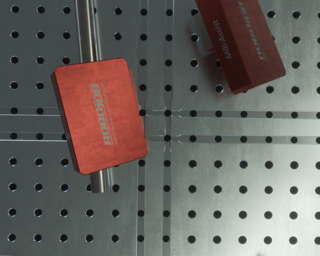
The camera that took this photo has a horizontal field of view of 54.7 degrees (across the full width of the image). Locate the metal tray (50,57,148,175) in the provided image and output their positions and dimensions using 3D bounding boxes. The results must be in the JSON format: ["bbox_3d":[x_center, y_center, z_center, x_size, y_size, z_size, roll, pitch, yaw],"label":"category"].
[{"bbox_3d":[-0.074,-0.016,0.387,0.091,0.030,0.129,-15,95,-26],"label":"metal tray"}]

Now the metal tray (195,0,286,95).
[{"bbox_3d":[0.103,-0.114,0.386,0.091,0.030,0.129,-22,90,-42],"label":"metal tray"}]

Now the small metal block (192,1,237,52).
[{"bbox_3d":[0.076,-0.133,0.400,0.025,0.050,0.050,-21,91,-42],"label":"small metal block"}]

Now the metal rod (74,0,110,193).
[{"bbox_3d":[-0.092,-0.065,0.412,0.025,0.025,0.298,-5,90,-1],"label":"metal rod"}]
